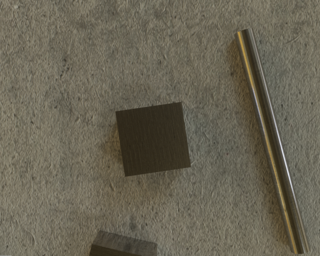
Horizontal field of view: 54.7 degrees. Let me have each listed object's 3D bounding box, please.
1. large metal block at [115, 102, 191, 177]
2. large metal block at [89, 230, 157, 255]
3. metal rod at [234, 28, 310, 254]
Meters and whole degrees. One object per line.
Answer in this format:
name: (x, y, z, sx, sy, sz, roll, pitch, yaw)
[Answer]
large metal block: (-0.008, 0.013, 0.397, 0.080, 0.050, 0.080, -8, 90, 0)
large metal block: (-0.052, 0.187, 0.397, 0.080, 0.050, 0.080, 14, 90, 0)
metal rod: (0.149, 0.017, 0.411, 0.025, 0.025, 0.298, -15, 90, 0)
